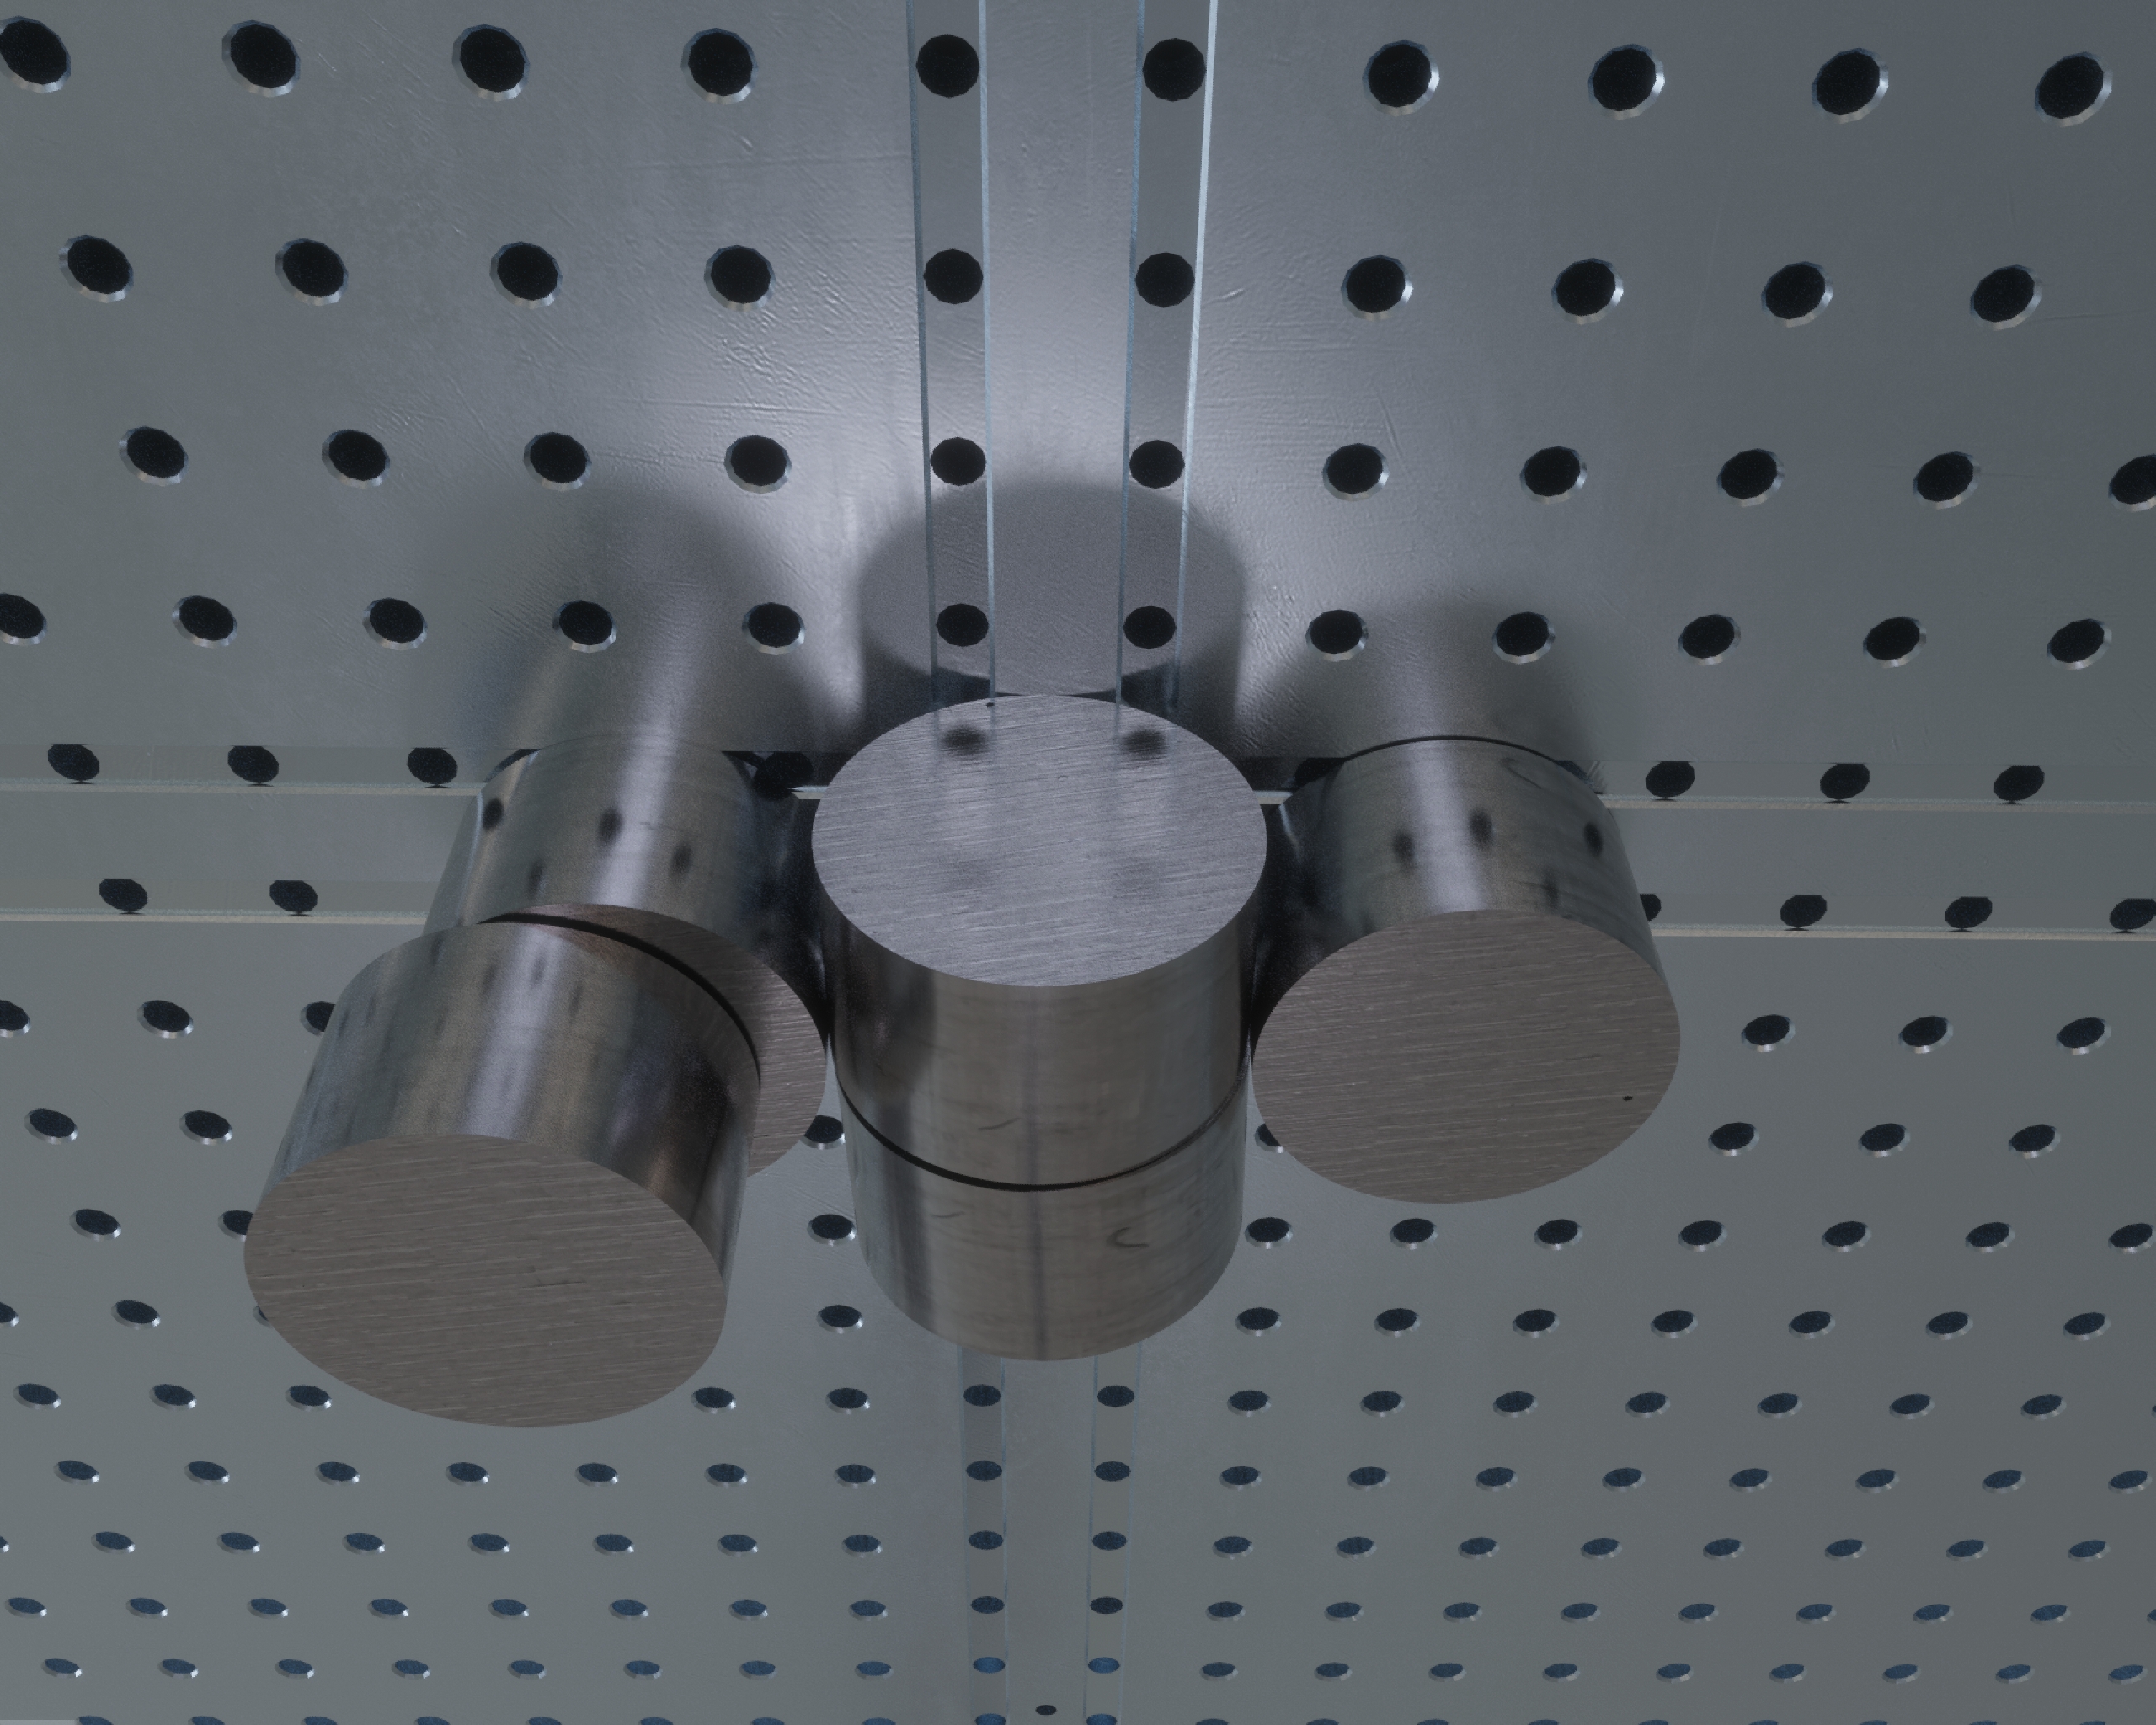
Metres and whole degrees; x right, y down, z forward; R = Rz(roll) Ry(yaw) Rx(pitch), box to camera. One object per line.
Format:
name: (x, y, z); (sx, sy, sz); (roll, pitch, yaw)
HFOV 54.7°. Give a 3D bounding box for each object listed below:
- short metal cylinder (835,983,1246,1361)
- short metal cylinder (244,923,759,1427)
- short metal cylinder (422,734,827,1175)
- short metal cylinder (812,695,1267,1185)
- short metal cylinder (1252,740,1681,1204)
short metal cylinder: (-0.006, 0.052, 0.419); (0.080, 0.080, 0.050); (-1, 130, 0)
short metal cylinder: (-0.101, 0.057, 0.375); (0.081, 0.050, 0.079); (0, 130, 0)
short metal cylinder: (-0.088, 0.021, 0.412); (0.081, 0.050, 0.079); (0, 130, 0)
short metal cylinder: (-0.007, 0.013, 0.387); (0.081, 0.080, 0.050); (1, 131, -1)
short metal cylinder: (0.073, 0.022, 0.414); (0.081, 0.050, 0.079); (0, 130, 0)
